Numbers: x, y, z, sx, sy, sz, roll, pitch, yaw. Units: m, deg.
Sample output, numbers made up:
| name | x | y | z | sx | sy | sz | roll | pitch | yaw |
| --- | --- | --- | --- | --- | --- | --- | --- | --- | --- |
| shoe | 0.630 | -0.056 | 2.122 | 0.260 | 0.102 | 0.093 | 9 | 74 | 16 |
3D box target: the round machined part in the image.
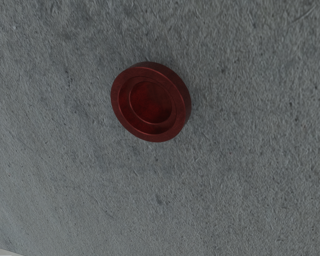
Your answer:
| name | x | y | z | sx | sy | sz | roll | pitch | yaw |
| --- | --- | --- | --- | --- | --- | --- | --- | --- | --- |
| round machined part | -0.008 | -0.034 | 0.379 | 0.098 | 0.042 | 0.097 | 13 | 124 | 21 |
